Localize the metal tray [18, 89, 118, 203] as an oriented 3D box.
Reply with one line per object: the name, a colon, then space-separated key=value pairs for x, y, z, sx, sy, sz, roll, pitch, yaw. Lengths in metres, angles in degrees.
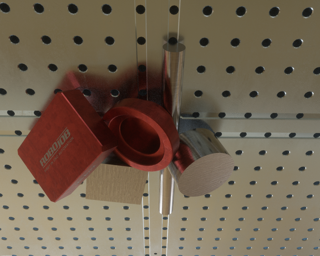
metal tray: x=-0.122 y=0.025 z=0.396 sx=0.129 sy=0.030 sz=0.090 roll=-44 pitch=80 yaw=30

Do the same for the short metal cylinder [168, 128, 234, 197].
short metal cylinder: x=0.052 y=0.047 z=0.418 sx=0.081 sy=0.050 sz=0.079 roll=-14 pitch=132 yaw=-15

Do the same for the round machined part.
round machined part: x=-0.020 y=0.004 z=0.387 sx=0.098 sy=0.042 sz=0.097 roll=16 pitch=132 yaw=19

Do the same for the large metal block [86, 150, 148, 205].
large metal block: x=-0.061 y=0.063 z=0.448 sx=0.081 sy=0.050 sz=0.079 roll=8 pitch=130 yaw=-7

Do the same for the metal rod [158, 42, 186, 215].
metal rod: x=0.013 y=0.025 z=0.434 sx=0.025 sy=0.025 sz=0.298 roll=1 pitch=130 yaw=-1
